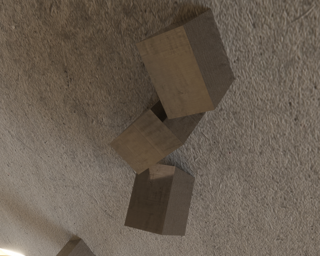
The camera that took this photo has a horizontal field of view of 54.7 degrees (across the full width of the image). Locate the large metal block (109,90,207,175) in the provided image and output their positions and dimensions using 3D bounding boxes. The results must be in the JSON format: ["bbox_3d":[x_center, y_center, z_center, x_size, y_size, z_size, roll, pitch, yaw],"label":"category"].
[{"bbox_3d":[-0.001,-0.001,0.371,0.050,0.080,0.080,48,129,-5],"label":"large metal block"}]

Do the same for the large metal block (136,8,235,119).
[{"bbox_3d":[0.031,-0.066,0.314,0.050,0.080,0.080,-11,113,33],"label":"large metal block"}]

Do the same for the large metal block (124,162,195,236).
[{"bbox_3d":[0.003,0.094,0.406,0.050,0.080,0.080,5,164,26],"label":"large metal block"}]

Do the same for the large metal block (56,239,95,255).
[{"bbox_3d":[-0.179,0.294,0.648,0.050,0.080,0.080,-24,106,36],"label":"large metal block"}]
